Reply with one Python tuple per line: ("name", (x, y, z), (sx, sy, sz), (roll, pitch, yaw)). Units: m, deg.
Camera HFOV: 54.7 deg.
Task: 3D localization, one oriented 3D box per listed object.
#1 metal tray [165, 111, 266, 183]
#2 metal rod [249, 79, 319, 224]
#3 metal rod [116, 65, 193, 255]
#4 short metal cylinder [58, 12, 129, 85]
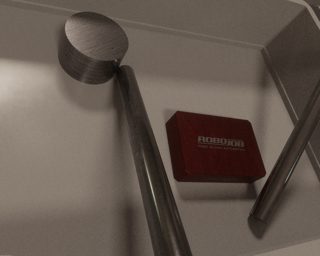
("metal tray", (0.077, 0.028, 0.429), (0.131, 0.030, 0.090), (6, 59, -26))
("metal rod", (0.209, -0.002, 0.444), (0.025, 0.025, 0.300), (35, 75, -6))
("metal rod", (-0.018, 0.012, 0.312), (0.025, 0.025, 0.300), (12, 32, -22))
("short metal cylinder", (-0.088, -0.104, 0.407), (0.081, 0.050, 0.080), (14, 56, -21))
